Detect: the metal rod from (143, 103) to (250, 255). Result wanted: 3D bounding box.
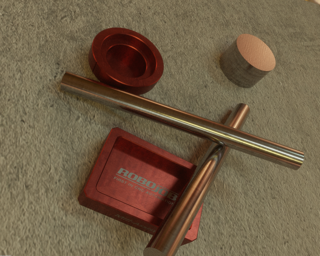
[{"bbox_3d":[0.064,0.041,0.375,0.025,0.025,0.302,43,39,1],"label":"metal rod"}]

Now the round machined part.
[{"bbox_3d":[-0.048,-0.084,0.418,0.099,0.042,0.098,14,56,-21],"label":"round machined part"}]

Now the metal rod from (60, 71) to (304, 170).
[{"bbox_3d":[0.027,-0.009,0.378,0.301,0.025,0.025,19,53,0],"label":"metal rod"}]

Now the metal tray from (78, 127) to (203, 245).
[{"bbox_3d":[-0.014,0.066,0.352,0.131,0.030,0.090,27,52,-12],"label":"metal tray"}]

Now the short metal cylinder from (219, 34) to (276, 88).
[{"bbox_3d":[0.152,-0.117,0.541,0.081,0.050,0.080,14,56,-21],"label":"short metal cylinder"}]
